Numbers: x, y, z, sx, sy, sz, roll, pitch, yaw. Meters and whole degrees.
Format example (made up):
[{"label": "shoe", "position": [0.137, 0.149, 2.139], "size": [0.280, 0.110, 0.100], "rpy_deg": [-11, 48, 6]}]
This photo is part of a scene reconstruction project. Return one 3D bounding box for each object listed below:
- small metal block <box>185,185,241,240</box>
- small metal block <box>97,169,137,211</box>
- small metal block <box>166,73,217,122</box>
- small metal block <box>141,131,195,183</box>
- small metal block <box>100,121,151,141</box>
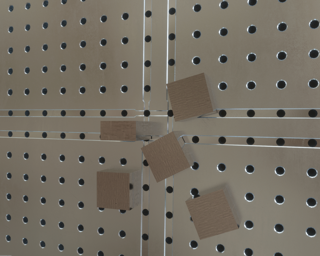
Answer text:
[{"label": "small metal block", "position": [0.067, 0.106, 0.389], "size": [0.050, 0.025, 0.050], "rpy_deg": [-24, 82, 18]}, {"label": "small metal block", "position": [-0.060, 0.085, 0.434], "size": [0.050, 0.025, 0.050], "rpy_deg": [0, 90, 20]}, {"label": "small metal block", "position": [0.041, -0.038, 0.398], "size": [0.050, 0.025, 0.050], "rpy_deg": [-14, 85, 19]}, {"label": "small metal block", "position": [0.011, 0.037, 0.409], "size": [0.050, 0.025, 0.050], "rpy_deg": [-29, 81, 17]}, {"label": "small metal block", "position": [-0.045, 0.003, 0.416], "size": [0.050, 0.050, 0.025], "rpy_deg": [0, 90, 20]}]
